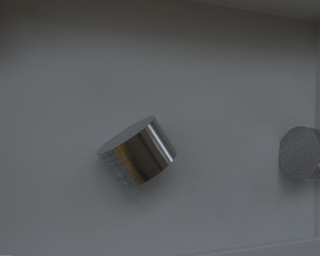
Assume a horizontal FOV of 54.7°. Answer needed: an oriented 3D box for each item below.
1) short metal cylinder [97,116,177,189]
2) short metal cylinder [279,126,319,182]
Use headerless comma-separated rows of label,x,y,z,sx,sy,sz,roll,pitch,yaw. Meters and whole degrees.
short metal cylinder,-0.027,0.028,0.371,0.080,0.080,0.050,-35,102,-16
short metal cylinder,0.227,0.040,0.465,0.050,0.080,0.080,7,88,-20
